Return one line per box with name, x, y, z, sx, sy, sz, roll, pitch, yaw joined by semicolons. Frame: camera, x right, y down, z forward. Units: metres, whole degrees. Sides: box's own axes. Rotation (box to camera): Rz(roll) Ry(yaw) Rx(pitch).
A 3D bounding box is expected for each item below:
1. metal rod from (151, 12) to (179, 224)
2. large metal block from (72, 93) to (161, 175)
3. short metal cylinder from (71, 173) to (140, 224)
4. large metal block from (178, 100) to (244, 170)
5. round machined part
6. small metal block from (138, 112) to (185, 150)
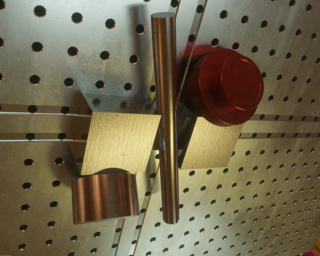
metal rod;0.010;0.012;0.390;0.025;0.025;0.298;-16;125;-19
large metal block;-0.054;0.007;0.371;0.081;0.050;0.079;2;118;-30
short metal cylinder;-0.068;0.089;0.385;0.081;0.050;0.080;-8;163;-2
large metal block;0.062;0.010;0.436;0.081;0.050;0.079;1;118;-29
round machined part;0.090;-0.052;0.385;0.099;0.042;0.097;4;81;-28
small metal block;-0.001;0.002;0.413;0.050;0.025;0.050;1;118;-29
